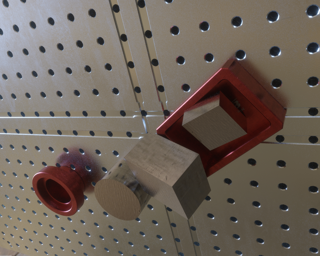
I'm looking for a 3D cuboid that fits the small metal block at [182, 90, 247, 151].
[{"bbox_3d":[0.061,-0.007,0.347,0.050,0.025,0.050,-30,122,35],"label":"small metal block"}]

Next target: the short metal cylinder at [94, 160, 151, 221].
[{"bbox_3d":[-0.054,0.096,0.483,0.080,0.050,0.079,13,124,21],"label":"short metal cylinder"}]

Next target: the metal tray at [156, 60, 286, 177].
[{"bbox_3d":[0.067,-0.006,0.368,0.090,0.030,0.129,44,129,-3],"label":"metal tray"}]

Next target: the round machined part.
[{"bbox_3d":[-0.177,0.108,0.561,0.098,0.042,0.097,13,124,21],"label":"round machined part"}]

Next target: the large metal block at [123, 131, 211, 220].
[{"bbox_3d":[0.011,0.060,0.396,0.080,0.050,0.080,24,151,37],"label":"large metal block"}]
